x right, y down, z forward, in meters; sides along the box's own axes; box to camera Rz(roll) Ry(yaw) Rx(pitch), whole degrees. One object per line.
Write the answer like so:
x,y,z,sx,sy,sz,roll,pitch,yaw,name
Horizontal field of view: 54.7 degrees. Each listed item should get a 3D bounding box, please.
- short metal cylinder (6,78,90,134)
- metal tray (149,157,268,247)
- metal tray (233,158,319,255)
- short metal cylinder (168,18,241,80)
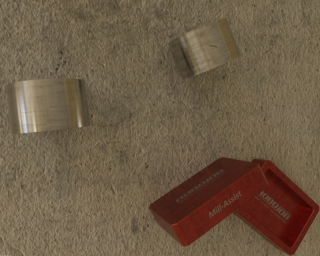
-0.119,-0.023,0.336,0.081,0.080,0.050,-7,93,-20,short metal cylinder
0.059,0.087,0.396,0.131,0.090,0.030,-30,100,-17,metal tray
0.172,0.119,0.469,0.130,0.030,0.090,40,77,-16,metal tray
0.057,-0.101,0.401,0.081,0.080,0.050,-26,99,-18,short metal cylinder
